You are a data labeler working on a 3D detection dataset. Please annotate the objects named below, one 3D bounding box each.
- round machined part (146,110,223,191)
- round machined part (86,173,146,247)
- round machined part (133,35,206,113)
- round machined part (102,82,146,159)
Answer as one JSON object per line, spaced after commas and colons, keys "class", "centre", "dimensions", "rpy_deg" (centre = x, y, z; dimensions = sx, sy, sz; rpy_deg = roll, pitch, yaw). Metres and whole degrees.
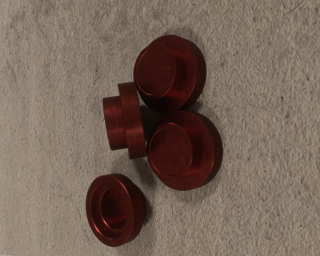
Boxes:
{"class": "round machined part", "centre": [0.022, 0.027, 0.374], "dimensions": [0.098, 0.042, 0.097], "rpy_deg": [0, 90, 39]}
{"class": "round machined part", "centre": [-0.058, 0.113, 0.439], "dimensions": [0.098, 0.042, 0.097], "rpy_deg": [0, 90, 39]}
{"class": "round machined part", "centre": [0.005, -0.068, 0.388], "dimensions": [0.098, 0.042, 0.097], "rpy_deg": [0, 90, 39]}
{"class": "round machined part", "centre": [-0.047, -0.008, 0.394], "dimensions": [0.098, 0.042, 0.097], "rpy_deg": [172, 89, -83]}
